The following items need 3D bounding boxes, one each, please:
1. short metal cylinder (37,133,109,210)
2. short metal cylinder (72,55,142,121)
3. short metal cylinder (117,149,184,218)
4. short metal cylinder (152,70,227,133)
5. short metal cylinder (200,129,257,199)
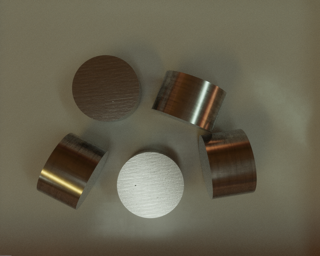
[{"bbox_3d":[-0.105,0.052,0.380,0.050,0.080,0.080,27,90,-1],"label":"short metal cylinder"},{"bbox_3d":[-0.065,-0.048,0.396,0.081,0.050,0.079,0,90,-1],"label":"short metal cylinder"},{"bbox_3d":[-0.011,0.069,0.397,0.081,0.050,0.079,0,90,-1],"label":"short metal cylinder"},{"bbox_3d":[0.036,-0.032,0.384,0.080,0.080,0.050,22,90,-1],"label":"short metal cylinder"},{"bbox_3d":[0.081,0.044,0.383,0.050,0.080,0.080,-9,90,0],"label":"short metal cylinder"}]
